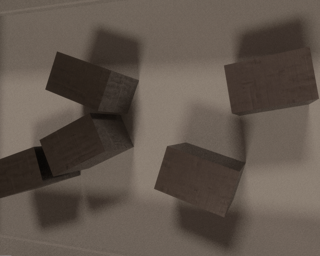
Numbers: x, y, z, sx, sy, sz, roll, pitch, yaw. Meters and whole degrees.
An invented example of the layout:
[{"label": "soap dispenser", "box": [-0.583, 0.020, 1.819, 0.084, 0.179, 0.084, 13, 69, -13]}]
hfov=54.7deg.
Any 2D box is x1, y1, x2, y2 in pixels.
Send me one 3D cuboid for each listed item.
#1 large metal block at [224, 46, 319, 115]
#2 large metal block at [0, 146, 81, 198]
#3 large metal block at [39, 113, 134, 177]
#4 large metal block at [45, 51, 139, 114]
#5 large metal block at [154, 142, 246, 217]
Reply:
[{"label": "large metal block", "box": [0.120, -0.046, 0.339, 0.080, 0.080, 0.050, -10, 87, 19]}, {"label": "large metal block", "box": [-0.176, 0.059, 0.442, 0.080, 0.080, 0.050, -19, 84, 19]}, {"label": "large metal block", "box": [-0.094, 0.021, 0.413, 0.080, 0.080, 0.050, -26, 82, 18]}, {"label": "large metal block", "box": [-0.087, -0.058, 0.411, 0.080, 0.080, 0.050, 22, 97, 18]}, {"label": "large metal block", "box": [0.050, 0.055, 0.363, 0.080, 0.080, 0.050, 19, 96, 18]}]
